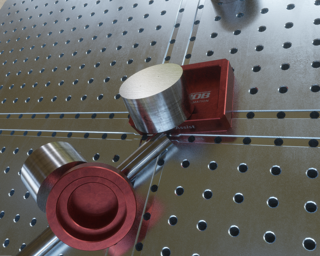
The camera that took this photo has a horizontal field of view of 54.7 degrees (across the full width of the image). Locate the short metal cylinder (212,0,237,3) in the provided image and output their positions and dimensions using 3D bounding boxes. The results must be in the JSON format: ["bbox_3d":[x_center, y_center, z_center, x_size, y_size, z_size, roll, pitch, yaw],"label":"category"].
[{"bbox_3d":[0.107,-0.244,0.486,0.080,0.050,0.080,-13,56,21],"label":"short metal cylinder"}]

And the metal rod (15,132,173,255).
[{"bbox_3d":[-0.105,0.109,0.396,0.300,0.025,0.025,-41,51,-1],"label":"metal rod"}]

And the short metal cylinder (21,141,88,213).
[{"bbox_3d":[-0.130,0.064,0.402,0.080,0.080,0.050,-50,51,-7],"label":"short metal cylinder"}]

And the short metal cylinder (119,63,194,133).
[{"bbox_3d":[-0.003,-0.038,0.383,0.080,0.050,0.080,-15,33,11],"label":"short metal cylinder"}]

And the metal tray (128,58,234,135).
[{"bbox_3d":[0.029,-0.040,0.414,0.130,0.030,0.090,-4,60,26],"label":"metal tray"}]

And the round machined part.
[{"bbox_3d":[-0.077,0.087,0.362,0.098,0.098,0.042,-42,10,0],"label":"round machined part"}]
